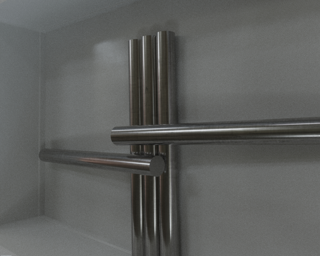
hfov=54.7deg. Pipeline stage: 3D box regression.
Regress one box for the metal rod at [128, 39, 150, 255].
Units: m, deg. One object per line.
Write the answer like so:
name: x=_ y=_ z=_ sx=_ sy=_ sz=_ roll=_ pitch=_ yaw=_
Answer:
metal rod: x=-0.029 y=0.029 z=0.427 sx=0.025 sy=0.025 sz=0.298 roll=-2 pitch=89 yaw=39

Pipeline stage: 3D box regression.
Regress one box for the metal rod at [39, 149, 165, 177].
metal rod: x=-0.109 y=0.048 z=0.471 sx=0.300 sy=0.025 sz=0.025 roll=-1 pitch=89 yaw=45

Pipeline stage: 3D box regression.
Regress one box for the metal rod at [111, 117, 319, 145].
metal rod: x=0.070 y=0.005 z=0.324 sx=0.300 sy=0.025 sz=0.025 roll=-2 pitch=89 yaw=33

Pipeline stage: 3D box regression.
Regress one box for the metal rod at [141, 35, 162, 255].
metal rod: x=-0.010 y=0.029 z=0.411 sx=0.025 sy=0.025 sz=0.298 roll=-2 pitch=89 yaw=39

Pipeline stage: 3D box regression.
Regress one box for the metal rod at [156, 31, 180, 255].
metal rod: x=0.010 y=0.028 z=0.395 sx=0.025 sy=0.025 sz=0.298 roll=-2 pitch=89 yaw=39
